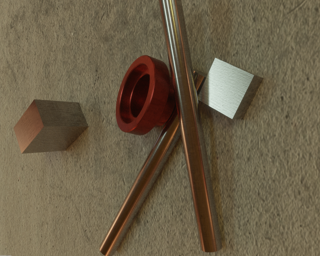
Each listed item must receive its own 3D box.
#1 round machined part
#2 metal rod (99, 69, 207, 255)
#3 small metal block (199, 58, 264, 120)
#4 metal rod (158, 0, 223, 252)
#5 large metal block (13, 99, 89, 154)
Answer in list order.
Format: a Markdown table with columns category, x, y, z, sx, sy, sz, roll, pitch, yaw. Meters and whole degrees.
| category | x | y | z | sx | sy | sz | roll | pitch | yaw |
| --- | --- | --- | --- | --- | --- | --- | --- | --- | --- |
| round machined part | -0.015 | -0.038 | 0.390 | 0.098 | 0.042 | 0.098 | -30 | 52 | 50 |
| metal rod | -0.015 | 0.060 | 0.414 | 0.025 | 0.025 | 0.298 | 41 | 115 | 32 |
| small metal block | 0.076 | -0.043 | 0.341 | 0.050 | 0.025 | 0.050 | 35 | 111 | 34 |
| metal rod | 0.034 | -0.010 | 0.348 | 0.025 | 0.025 | 0.298 | -8 | 94 | 39 |
| large metal block | -0.181 | -0.001 | 0.515 | 0.080 | 0.081 | 0.050 | -40 | 66 | 32 |
